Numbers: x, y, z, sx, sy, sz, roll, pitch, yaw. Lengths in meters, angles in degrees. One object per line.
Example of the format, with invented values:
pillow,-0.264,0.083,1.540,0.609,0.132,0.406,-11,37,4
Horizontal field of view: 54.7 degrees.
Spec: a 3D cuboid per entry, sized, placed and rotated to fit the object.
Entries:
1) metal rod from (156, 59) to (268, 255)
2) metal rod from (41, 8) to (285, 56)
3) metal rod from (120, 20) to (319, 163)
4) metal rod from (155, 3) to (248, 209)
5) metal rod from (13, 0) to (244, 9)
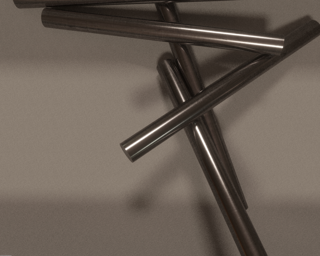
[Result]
metal rod,0.061,0.044,0.358,0.025,0.025,0.299,-23,69,0
metal rod,-0.003,-0.122,0.389,0.302,0.025,0.025,9,90,8
metal rod,0.085,-0.053,0.374,0.302,0.025,0.025,-34,90,-16
metal rod,0.054,-0.032,0.412,0.025,0.025,0.299,-20,90,0
metal rod,-0.038,-0.169,0.390,0.302,0.025,0.025,1,90,7
